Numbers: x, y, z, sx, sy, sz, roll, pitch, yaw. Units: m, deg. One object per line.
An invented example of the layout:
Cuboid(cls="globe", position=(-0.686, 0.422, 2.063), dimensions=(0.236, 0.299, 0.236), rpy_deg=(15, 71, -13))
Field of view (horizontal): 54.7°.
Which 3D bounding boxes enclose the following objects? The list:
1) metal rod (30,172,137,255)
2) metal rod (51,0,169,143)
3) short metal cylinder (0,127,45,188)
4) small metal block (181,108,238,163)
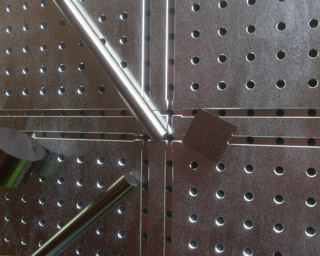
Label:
Cuboid(cls="metal rod", position=(-0.149, 0.167, 0.464), dimensions=(0.299, 0.025, 0.025), rpy_deg=(-42, 77, 15))
Cuboid(cls="metal rod", position=(-0.085, -0.105, 0.442), dimensions=(0.025, 0.025, 0.299), rpy_deg=(-39, 78, 16))
Cuboid(cls="short metal cylinder", position=(-0.222, 0.043, 0.462), dimensions=(0.080, 0.080, 0.050), rpy_deg=(39, 103, 15))
Cuboid(cls="small metal block", position=(0.063, 0.009, 0.390), dimensions=(0.050, 0.025, 0.050), rpy_deg=(29, 99, 17))
